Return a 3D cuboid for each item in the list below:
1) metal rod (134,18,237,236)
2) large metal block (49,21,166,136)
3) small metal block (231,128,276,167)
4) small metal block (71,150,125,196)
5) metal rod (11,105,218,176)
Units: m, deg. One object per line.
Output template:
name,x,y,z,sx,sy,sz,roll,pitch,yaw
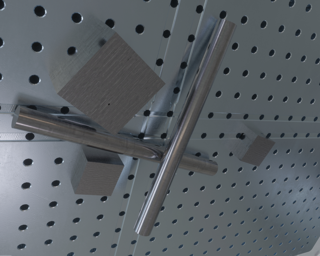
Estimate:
metal rod,0.029,0.008,0.405,0.025,0.025,0.298,14,103,-34
large metal block,-0.056,-0.052,0.333,0.080,0.050,0.080,-46,129,3
small metal block,0.156,0.033,0.517,0.050,0.025,0.050,19,108,-36
small metal block,-0.082,0.060,0.404,0.050,0.025,0.050,12,112,-34
metal rod,-0.033,0.027,0.409,0.302,0.025,0.025,18,109,-35
